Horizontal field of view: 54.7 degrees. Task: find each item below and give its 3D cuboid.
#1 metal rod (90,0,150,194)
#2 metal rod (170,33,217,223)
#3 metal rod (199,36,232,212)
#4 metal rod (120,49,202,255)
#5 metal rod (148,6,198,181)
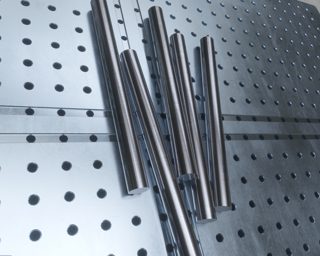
[{"bbox_3d":[-0.059,-0.060,0.414,0.025,0.025,0.299,-1,62,-29],"label":"metal rod"},{"bbox_3d":[0.042,-0.019,0.443,0.025,0.025,0.299,8,58,-24],"label":"metal rod"},{"bbox_3d":[0.080,-0.025,0.468,0.025,0.025,0.299,15,56,-21],"label":"metal rod"},{"bbox_3d":[-0.004,0.025,0.391,0.025,0.025,0.299,-4,64,-30],"label":"metal rod"},{"bbox_3d":[0.013,-0.068,0.452,0.025,0.025,0.299,6,57,-25],"label":"metal rod"}]
